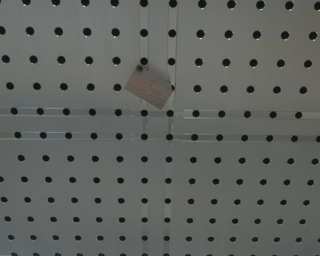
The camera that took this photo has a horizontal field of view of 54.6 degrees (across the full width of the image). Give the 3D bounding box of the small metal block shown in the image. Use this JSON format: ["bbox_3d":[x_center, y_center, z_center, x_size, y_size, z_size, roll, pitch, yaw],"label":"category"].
[{"bbox_3d":[-0.013,-0.052,0.381,0.050,0.050,0.025,29,108,-10],"label":"small metal block"}]
